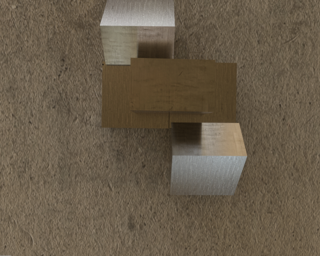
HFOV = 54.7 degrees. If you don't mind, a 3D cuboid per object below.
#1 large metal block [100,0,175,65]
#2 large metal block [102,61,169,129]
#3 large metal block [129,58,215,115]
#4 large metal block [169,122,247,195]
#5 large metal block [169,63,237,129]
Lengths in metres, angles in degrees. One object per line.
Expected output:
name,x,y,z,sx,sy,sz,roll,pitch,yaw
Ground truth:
large metal block,-0.024,-0.121,0.377,0.081,0.050,0.080,1,46,0
large metal block,-0.029,-0.040,0.397,0.081,0.050,0.079,1,90,-1
large metal block,0.012,-0.041,0.334,0.081,0.080,0.050,1,90,-1
large metal block,0.053,0.039,0.378,0.081,0.079,0.050,0,46,-1
large metal block,0.052,-0.039,0.398,0.081,0.050,0.079,1,90,-1
